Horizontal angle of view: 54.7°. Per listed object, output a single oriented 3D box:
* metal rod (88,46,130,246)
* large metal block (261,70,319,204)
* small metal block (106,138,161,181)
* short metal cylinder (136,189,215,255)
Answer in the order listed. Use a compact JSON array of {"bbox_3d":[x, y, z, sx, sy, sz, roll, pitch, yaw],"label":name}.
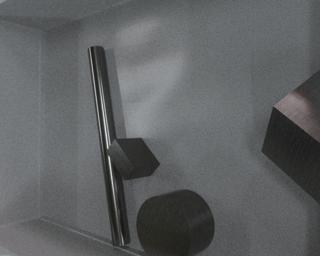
[{"bbox_3d":[-0.079,0.022,0.468,0.025,0.025,0.298,-15,81,39],"label":"metal rod"},{"bbox_3d":[0.135,0.014,0.251,0.050,0.080,0.080,-37,60,-11],"label":"large metal block"},{"bbox_3d":[-0.036,0.040,0.418,0.050,0.050,0.025,52,120,27],"label":"small metal block"},{"bbox_3d":[0.018,0.118,0.374,0.080,0.050,0.079,0,90,39],"label":"short metal cylinder"}]
